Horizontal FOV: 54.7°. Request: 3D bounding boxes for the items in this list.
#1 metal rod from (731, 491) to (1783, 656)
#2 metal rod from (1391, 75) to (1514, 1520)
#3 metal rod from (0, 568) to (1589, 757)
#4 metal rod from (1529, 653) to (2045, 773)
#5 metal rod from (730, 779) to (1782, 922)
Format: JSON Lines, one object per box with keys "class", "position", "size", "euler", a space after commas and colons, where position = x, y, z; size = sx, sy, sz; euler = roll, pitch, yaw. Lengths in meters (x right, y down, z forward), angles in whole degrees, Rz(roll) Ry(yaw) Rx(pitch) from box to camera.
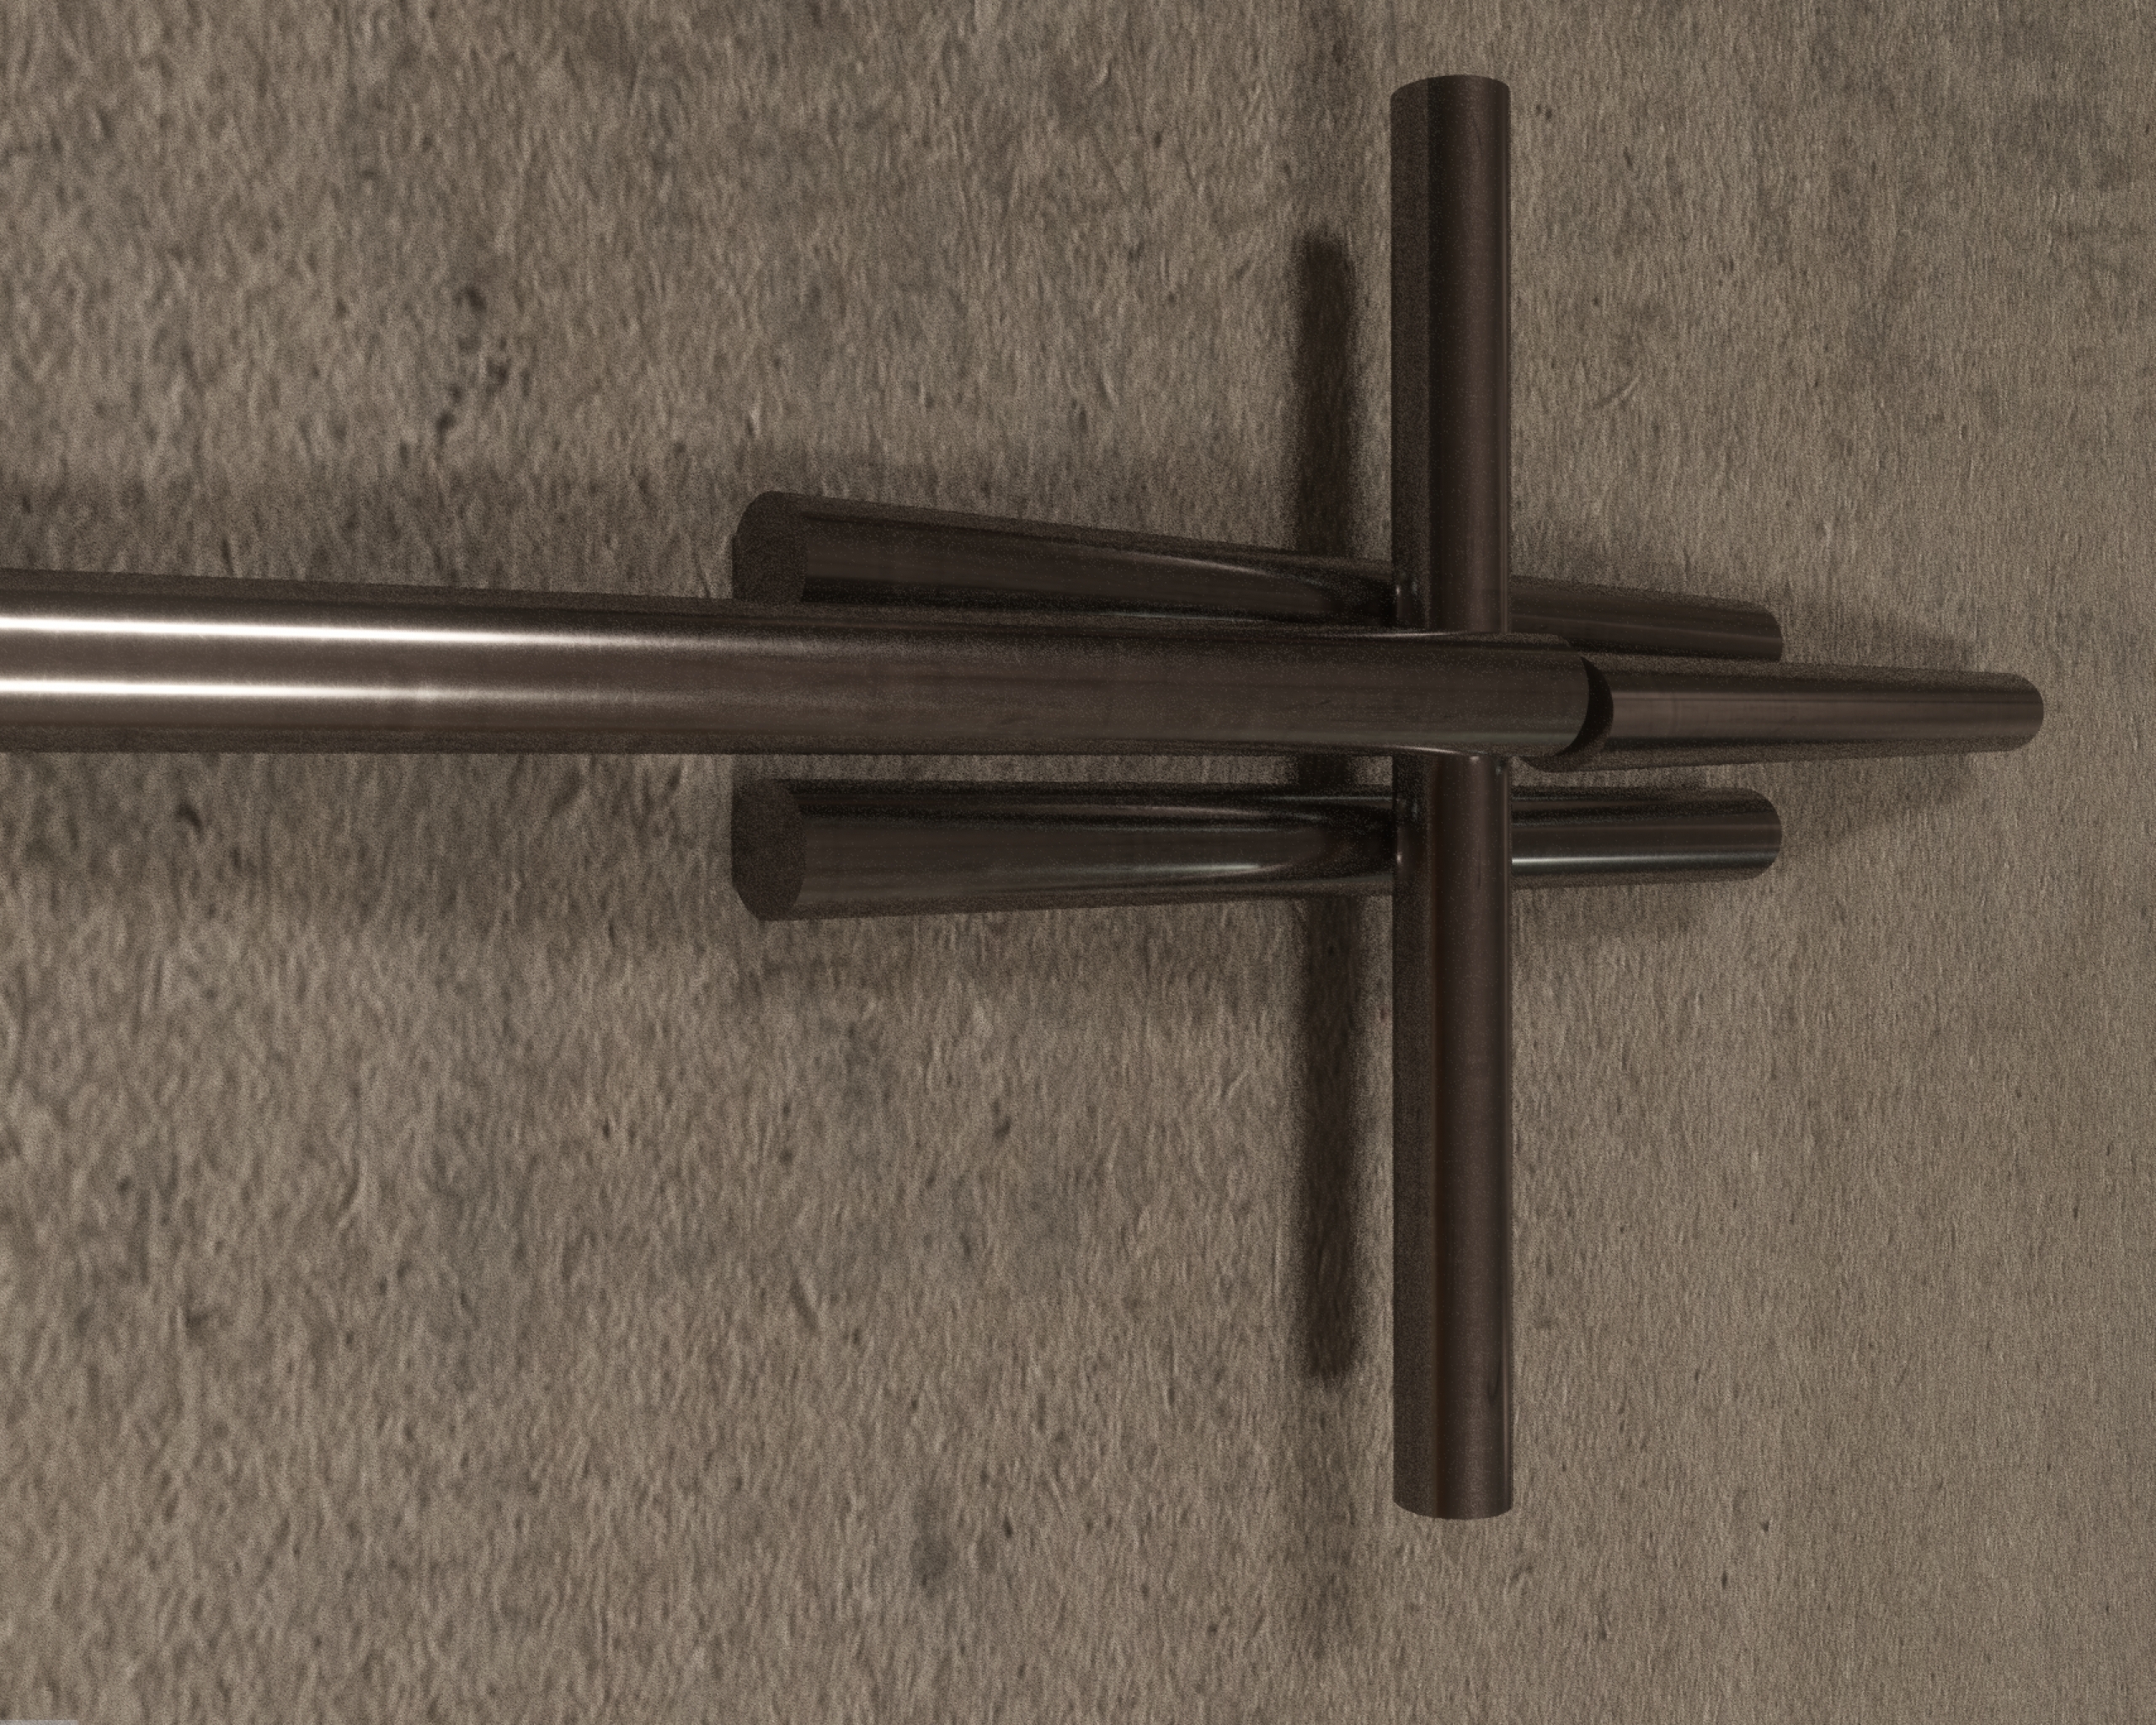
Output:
{"class": "metal rod", "position": [0.062, -0.055, 0.459], "size": [0.302, 0.025, 0.025], "euler": [-1, 91, -40]}
{"class": "metal rod", "position": [0.079, -0.013, 0.443], "size": [0.025, 0.025, 0.298], "euler": [0, 90, -40]}
{"class": "metal rod", "position": [-0.035, -0.030, 0.345], "size": [0.303, 0.025, 0.025], "euler": [-2, 91, -31]}
{"class": "metal rod", "position": [0.194, -0.039, 0.540], "size": [0.302, 0.025, 0.025], "euler": [-5, 94, -50]}
{"class": "metal rod", "position": [0.062, -0.005, 0.460], "size": [0.302, 0.025, 0.025], "euler": [-1, 91, -40]}
